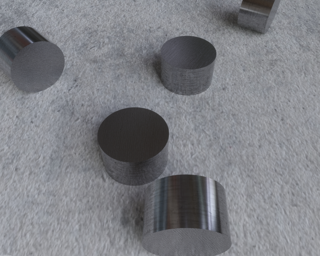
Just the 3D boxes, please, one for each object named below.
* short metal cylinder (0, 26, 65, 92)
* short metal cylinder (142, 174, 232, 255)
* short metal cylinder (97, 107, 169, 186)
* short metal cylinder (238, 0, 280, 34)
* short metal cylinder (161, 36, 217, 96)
[{"bbox_3d":[-0.188,-0.099,0.448,0.080,0.080,0.050,-36,59,-27],"label":"short metal cylinder"},{"bbox_3d":[0.024,0.087,0.295,0.081,0.080,0.050,1,50,1],"label":"short metal cylinder"},{"bbox_3d":[-0.030,0.021,0.369,0.081,0.050,0.080,0,50,0],"label":"short metal cylinder"},{"bbox_3d":[0.178,-0.214,0.550,0.050,0.080,0.080,24,54,18],"label":"short metal cylinder"},{"bbox_3d":[0.041,-0.095,0.467,0.081,0.050,0.080,0,50,0],"label":"short metal cylinder"}]
